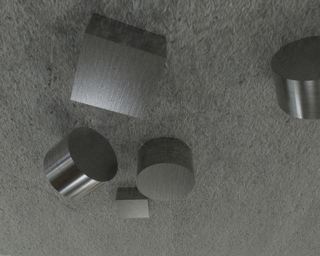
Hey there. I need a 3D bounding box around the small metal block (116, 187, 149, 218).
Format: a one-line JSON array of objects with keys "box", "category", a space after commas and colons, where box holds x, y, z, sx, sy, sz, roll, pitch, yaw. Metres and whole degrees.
[{"box": [-0.044, 0.124, 0.512, 0.050, 0.025, 0.050, -2, 130, 1], "category": "small metal block"}]

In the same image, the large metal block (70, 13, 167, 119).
[{"box": [-0.045, -0.065, 0.335, 0.081, 0.050, 0.079, 15, 129, -13], "category": "large metal block"}]

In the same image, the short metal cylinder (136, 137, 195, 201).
[{"box": [0.008, 0.059, 0.441, 0.081, 0.050, 0.079, 0, 130, 0], "category": "short metal cylinder"}]

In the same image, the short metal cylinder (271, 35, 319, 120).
[{"box": [0.163, -0.054, 0.326, 0.080, 0.080, 0.050, -17, 128, 13], "category": "short metal cylinder"}]

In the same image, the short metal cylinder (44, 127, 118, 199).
[{"box": [-0.103, 0.046, 0.409, 0.050, 0.080, 0.080, -35, 122, 26], "category": "short metal cylinder"}]
